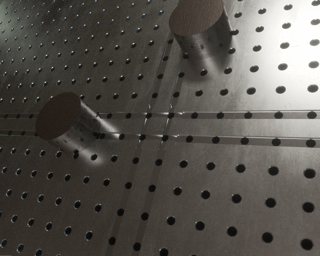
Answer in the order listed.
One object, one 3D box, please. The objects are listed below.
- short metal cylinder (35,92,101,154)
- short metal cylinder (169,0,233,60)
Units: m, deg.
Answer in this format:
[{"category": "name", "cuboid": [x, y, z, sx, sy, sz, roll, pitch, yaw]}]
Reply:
[{"category": "short metal cylinder", "cuboid": [-0.137, -0.007, 0.467, 0.080, 0.050, 0.080, -13, 56, 20]}, {"category": "short metal cylinder", "cuboid": [0.060, -0.147, 0.450, 0.080, 0.050, 0.080, -13, 56, 20]}]
